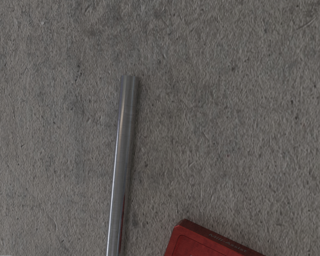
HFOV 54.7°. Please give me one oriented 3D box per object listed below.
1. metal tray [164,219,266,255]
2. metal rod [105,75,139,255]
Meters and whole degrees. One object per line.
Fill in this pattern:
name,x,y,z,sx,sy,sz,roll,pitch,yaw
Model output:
metal tray,0.068,0.182,0.382,0.130,0.030,0.089,20,97,18
metal rod,-0.055,0.078,0.428,0.025,0.025,0.298,6,92,20
